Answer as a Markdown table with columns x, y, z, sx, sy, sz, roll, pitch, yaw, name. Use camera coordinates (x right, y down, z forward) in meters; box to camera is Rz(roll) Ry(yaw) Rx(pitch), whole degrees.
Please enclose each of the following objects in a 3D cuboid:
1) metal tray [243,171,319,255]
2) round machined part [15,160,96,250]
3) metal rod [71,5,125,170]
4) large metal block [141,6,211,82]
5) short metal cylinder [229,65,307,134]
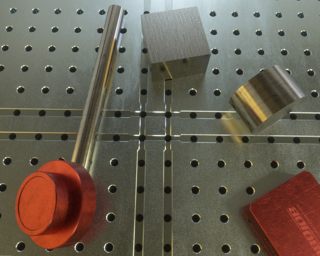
| x | y | z | sx | sy | sz | roll | pitch | yaw | name |
| --- | --- | --- | --- | --- | --- | --- | --- | --- | --- |
| 0.174 | 0.128 | 0.365 | 0.090 | 0.030 | 0.130 | -28 | 73 | -10 | metal tray |
| -0.122 | 0.084 | 0.346 | 0.098 | 0.042 | 0.098 | -9 | 73 | 31 | round machined part |
| -0.088 | -0.042 | 0.425 | 0.025 | 0.025 | 0.299 | 8 | 70 | 2 | metal rod |
| 0.020 | -0.119 | 0.442 | 0.081 | 0.050 | 0.080 | -10 | 70 | -4 | large metal block |
| 0.137 | -0.035 | 0.397 | 0.080 | 0.080 | 0.050 | -29 | 73 | -10 | short metal cylinder |
